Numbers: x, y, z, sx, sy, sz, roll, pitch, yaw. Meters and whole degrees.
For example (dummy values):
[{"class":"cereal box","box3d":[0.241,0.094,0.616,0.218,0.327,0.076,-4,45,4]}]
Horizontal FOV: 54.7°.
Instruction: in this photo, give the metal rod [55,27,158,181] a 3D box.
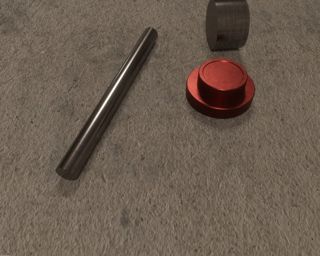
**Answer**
[{"class":"metal rod","box3d":[-0.062,-0.056,0.448,0.025,0.025,0.300,14,51,11]}]

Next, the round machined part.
[{"class":"round machined part","box3d":[0.088,-0.063,0.446,0.099,0.042,0.098,0,50,0]}]

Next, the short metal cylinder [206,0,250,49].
[{"class":"short metal cylinder","box3d":[0.110,-0.173,0.514,0.050,0.080,0.080,-5,50,-4]}]
